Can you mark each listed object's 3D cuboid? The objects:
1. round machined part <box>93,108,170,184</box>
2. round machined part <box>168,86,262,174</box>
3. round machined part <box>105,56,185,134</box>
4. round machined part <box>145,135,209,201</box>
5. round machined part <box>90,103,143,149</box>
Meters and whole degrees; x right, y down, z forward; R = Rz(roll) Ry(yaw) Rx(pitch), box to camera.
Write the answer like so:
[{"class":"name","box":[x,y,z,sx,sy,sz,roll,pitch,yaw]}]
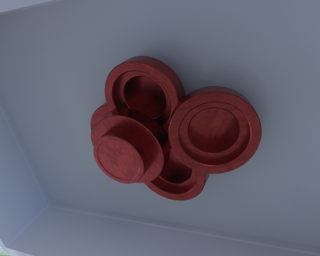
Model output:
[{"class":"round machined part","box":[-0.041,0.029,0.377,0.098,0.042,0.097,13,124,20]},{"class":"round machined part","box":[0.060,-0.001,0.349,0.099,0.042,0.097,2,114,4]},{"class":"round machined part","box":[-0.014,-0.040,0.377,0.098,0.042,0.097,13,124,20]},{"class":"round machined part","box":[0.019,0.045,0.412,0.098,0.042,0.097,13,124,20]},{"class":"round machined part","box":[-0.056,0.012,0.428,0.098,0.042,0.097,13,124,20]}]
